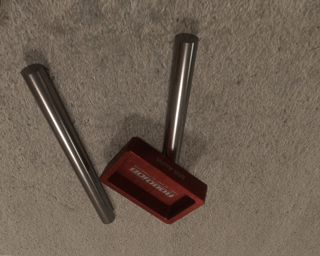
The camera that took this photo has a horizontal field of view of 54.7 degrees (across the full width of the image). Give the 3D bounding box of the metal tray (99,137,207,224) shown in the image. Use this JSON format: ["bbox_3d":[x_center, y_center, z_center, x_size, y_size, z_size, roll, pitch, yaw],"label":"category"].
[{"bbox_3d":[-0.010,0.079,0.443,0.130,0.030,0.090,36,130,-11],"label":"metal tray"}]

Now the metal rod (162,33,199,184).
[{"bbox_3d":[0.018,0.018,0.422,0.025,0.025,0.298,3,130,-3],"label":"metal rod"}]

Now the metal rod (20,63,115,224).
[{"bbox_3d":[-0.117,0.045,0.443,0.025,0.025,0.298,-8,130,6],"label":"metal rod"}]
